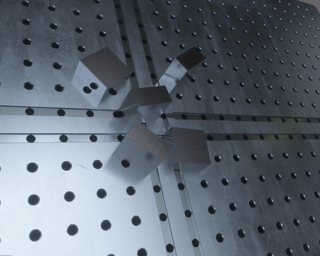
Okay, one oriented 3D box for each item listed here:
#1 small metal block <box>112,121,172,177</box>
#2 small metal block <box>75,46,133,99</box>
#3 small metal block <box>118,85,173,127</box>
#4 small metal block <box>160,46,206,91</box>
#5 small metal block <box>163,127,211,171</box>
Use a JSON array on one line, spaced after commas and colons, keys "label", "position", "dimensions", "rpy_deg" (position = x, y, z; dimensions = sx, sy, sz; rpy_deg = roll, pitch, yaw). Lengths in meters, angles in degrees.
[{"label": "small metal block", "position": [-0.022, 0.026, 0.366], "dimensions": [0.050, 0.050, 0.025], "rpy_deg": [34, 51, -7]}, {"label": "small metal block", "position": [-0.075, -0.075, 0.415], "dimensions": [0.050, 0.025, 0.050], "rpy_deg": [46, 51, 3]}, {"label": "small metal block", "position": [-0.020, -0.028, 0.400], "dimensions": [0.050, 0.050, 0.025], "rpy_deg": [-11, 68, -33]}, {"label": "small metal block", "position": [0.035, -0.090, 0.467], "dimensions": [0.025, 0.050, 0.050], "rpy_deg": [48, 51, 4]}, {"label": "small metal block", "position": [0.035, 0.028, 0.412], "dimensions": [0.050, 0.025, 0.050], "rpy_deg": [6, 59, -25]}]
